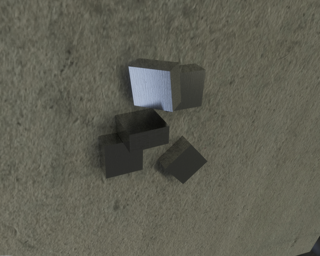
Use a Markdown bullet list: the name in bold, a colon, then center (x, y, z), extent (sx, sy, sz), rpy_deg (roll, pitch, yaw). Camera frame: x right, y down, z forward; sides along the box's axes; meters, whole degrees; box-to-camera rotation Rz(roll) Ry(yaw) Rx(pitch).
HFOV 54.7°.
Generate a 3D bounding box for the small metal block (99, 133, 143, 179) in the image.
- **small metal block**: center (-0.050, 0.033, 0.401), extent (0.050, 0.025, 0.050), rpy_deg (-11, 124, -23)

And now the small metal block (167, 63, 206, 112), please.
- **small metal block**: center (0.027, -0.051, 0.392), extent (0.050, 0.025, 0.050), rpy_deg (-11, 123, -23)

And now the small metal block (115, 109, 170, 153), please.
- **small metal block**: center (-0.022, 0.001, 0.381), extent (0.050, 0.050, 0.025), rpy_deg (-13, 124, -22)

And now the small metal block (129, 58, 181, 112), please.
- **small metal block**: center (-0.005, -0.050, 0.356), extent (0.025, 0.050, 0.050), rpy_deg (-52, 145, -47)

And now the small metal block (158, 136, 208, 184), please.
- **small metal block**: center (0.034, 0.048, 0.457), extent (0.050, 0.025, 0.050), rpy_deg (-44, 130, 2)
